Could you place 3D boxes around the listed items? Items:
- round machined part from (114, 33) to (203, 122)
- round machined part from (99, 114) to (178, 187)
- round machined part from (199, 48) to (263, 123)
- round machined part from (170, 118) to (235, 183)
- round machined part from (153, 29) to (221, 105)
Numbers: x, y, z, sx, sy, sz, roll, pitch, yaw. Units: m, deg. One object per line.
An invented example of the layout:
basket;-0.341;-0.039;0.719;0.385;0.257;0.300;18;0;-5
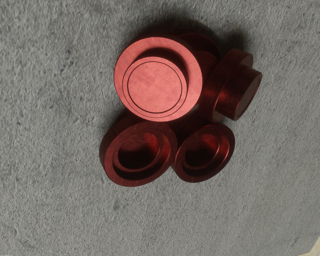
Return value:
round machined part;-0.003;-0.050;0.336;0.099;0.042;0.097;3;117;7
round machined part;-0.030;0.024;0.397;0.099;0.042;0.097;-14;125;-21
round machined part;0.094;-0.048;0.393;0.098;0.042;0.097;-46;155;-28
round machined part;0.055;0.027;0.446;0.099;0.042;0.097;-14;125;-21
round machined part;0.034;-0.066;0.376;0.099;0.042;0.097;-14;125;-21
